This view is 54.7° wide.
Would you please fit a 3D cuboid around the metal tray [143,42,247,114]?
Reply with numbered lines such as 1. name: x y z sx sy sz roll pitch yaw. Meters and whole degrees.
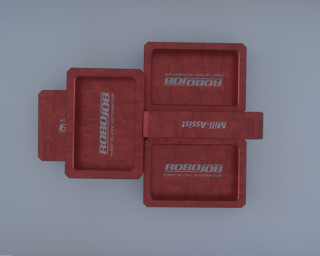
1. metal tray: 0.045 -0.064 0.408 0.131 0.030 0.089 1 90 -1

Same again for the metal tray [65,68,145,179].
1. metal tray: -0.065 -0.005 0.376 0.091 0.030 0.129 1 90 -1

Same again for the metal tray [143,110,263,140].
1. metal tray: 0.047 -0.004 0.377 0.131 0.090 0.030 1 90 -1

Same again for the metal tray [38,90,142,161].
1. metal tray: -0.088 -0.003 0.405 0.131 0.030 0.089 0 90 -1

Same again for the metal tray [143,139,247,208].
1. metal tray: 0.045 0.056 0.408 0.131 0.030 0.089 1 90 -1
